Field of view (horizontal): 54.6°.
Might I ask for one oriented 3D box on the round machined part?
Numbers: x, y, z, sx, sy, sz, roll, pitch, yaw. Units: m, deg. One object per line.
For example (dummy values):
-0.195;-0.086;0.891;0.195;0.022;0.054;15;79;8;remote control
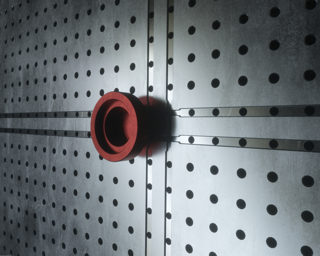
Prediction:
-0.052;-0.002;0.442;0.098;0.042;0.097;0;90;40;round machined part
